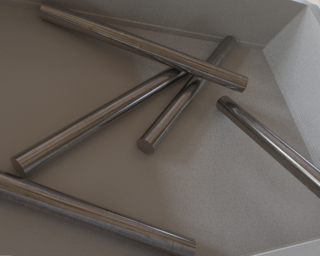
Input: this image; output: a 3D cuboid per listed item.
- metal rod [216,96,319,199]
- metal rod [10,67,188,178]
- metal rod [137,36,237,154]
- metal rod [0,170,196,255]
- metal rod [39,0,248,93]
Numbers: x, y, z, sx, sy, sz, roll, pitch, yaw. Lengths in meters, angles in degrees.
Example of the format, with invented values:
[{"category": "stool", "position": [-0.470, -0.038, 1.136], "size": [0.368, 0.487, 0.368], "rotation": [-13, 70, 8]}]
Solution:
[{"category": "metal rod", "position": [0.163, 0.041, 0.377], "size": [0.025, 0.025, 0.300], "rotation": [-2, 34, -29]}, {"category": "metal rod", "position": [-0.046, -0.032, 0.399], "size": [0.025, 0.025, 0.302], "rotation": [49, 51, 6]}, {"category": "metal rod", "position": [0.056, -0.068, 0.476], "size": [0.025, 0.025, 0.301], "rotation": [40, 51, -1]}, {"category": "metal rod", "position": [-0.101, 0.075, 0.305], "size": [0.302, 0.025, 0.025], "rotation": [24, 53, -14]}, {"category": "metal rod", "position": [-0.016, -0.112, 0.440], "size": [0.302, 0.025, 0.025], "rotation": [19, 54, -8]}]
